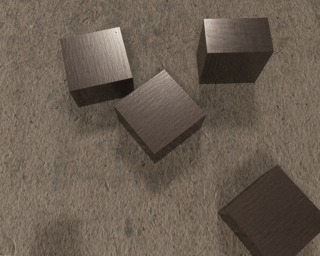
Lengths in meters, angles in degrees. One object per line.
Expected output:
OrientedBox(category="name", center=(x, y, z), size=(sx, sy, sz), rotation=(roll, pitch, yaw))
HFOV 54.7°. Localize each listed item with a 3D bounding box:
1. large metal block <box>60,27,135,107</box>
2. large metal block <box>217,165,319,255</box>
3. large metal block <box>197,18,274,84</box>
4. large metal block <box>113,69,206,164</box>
OrientedBox(category="large metal block", center=(-0.084, -0.082, 0.424), size=(0.081, 0.050, 0.080), rotation=(-13, 71, -5))
OrientedBox(category="large metal block", center=(0.127, 0.103, 0.359), size=(0.080, 0.050, 0.080), rotation=(-36, 74, -12))
OrientedBox(category="large metal block", center=(0.096, -0.101, 0.417), size=(0.081, 0.080, 0.050), rotation=(-2, 70, -1))
OrientedBox(category="large metal block", center=(0.000, -0.014, 0.400), size=(0.080, 0.050, 0.080), rotation=(-37, 75, -13))
